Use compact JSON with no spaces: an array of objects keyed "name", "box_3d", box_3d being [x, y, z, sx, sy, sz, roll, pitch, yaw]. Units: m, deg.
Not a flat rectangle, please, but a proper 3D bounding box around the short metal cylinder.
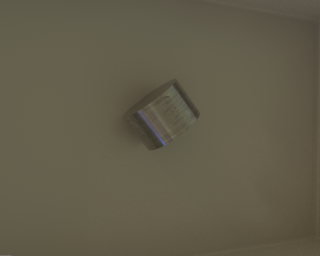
[{"name":"short metal cylinder","box_3d":[0.002,-0.017,0.383,0.080,0.080,0.050,-40,103,-16]}]
